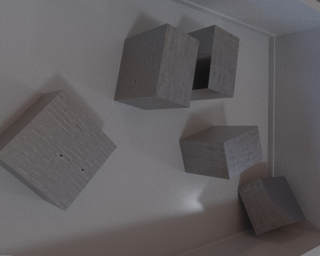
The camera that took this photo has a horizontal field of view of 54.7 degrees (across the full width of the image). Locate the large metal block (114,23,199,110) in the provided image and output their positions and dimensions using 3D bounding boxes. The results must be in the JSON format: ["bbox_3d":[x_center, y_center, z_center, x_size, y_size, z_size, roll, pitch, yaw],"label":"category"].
[{"bbox_3d":[-0.005,-0.067,0.368,0.050,0.080,0.080,15,81,-40],"label":"large metal block"}]

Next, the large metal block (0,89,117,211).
[{"bbox_3d":[-0.104,0.021,0.304,0.080,0.050,0.080,52,60,-28],"label":"large metal block"}]

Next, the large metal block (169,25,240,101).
[{"bbox_3d":[0.055,-0.083,0.419,0.050,0.080,0.080,12,82,-40],"label":"large metal block"}]

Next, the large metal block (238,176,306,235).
[{"bbox_3d":[0.192,0.131,0.533,0.081,0.050,0.080,5,56,-40],"label":"large metal block"}]

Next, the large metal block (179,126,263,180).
[{"bbox_3d":[0.088,0.031,0.447,0.081,0.080,0.050,-20,103,-39],"label":"large metal block"}]
